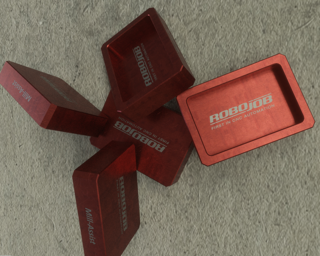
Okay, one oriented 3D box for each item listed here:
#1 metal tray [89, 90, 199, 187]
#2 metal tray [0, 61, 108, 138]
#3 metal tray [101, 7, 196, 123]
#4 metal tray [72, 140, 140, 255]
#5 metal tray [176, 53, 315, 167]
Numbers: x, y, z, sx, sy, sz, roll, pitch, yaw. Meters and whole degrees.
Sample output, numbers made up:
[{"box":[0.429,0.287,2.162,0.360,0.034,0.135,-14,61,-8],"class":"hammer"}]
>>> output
[{"box":[-0.020,0.008,0.413,0.130,0.030,0.090,27,99,17],"class":"metal tray"},{"box":[-0.141,-0.038,0.407,0.130,0.090,0.030,37,102,33],"class":"metal tray"},{"box":[-0.021,-0.081,0.383,0.090,0.030,0.130,-33,51,16],"class":"metal tray"},{"box":[-0.059,0.091,0.375,0.030,0.090,0.129,6,113,20],"class":"metal tray"},{"box":[0.094,-0.019,0.357,0.131,0.030,0.090,-21,83,3],"class":"metal tray"}]
